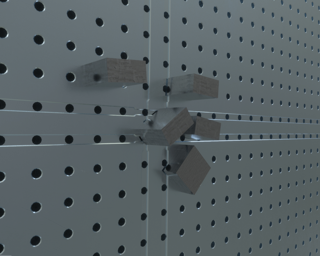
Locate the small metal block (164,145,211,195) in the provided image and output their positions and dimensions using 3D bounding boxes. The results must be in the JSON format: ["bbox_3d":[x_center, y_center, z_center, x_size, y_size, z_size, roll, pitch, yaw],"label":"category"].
[{"bbox_3d":[0.040,0.059,0.446,0.050,0.025,0.050,52,59,-28],"label":"small metal block"}]

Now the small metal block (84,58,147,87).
[{"bbox_3d":[-0.051,-0.062,0.352,0.050,0.050,0.025,-6,94,-40],"label":"small metal block"}]

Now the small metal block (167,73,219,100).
[{"bbox_3d":[0.046,-0.056,0.434,0.050,0.050,0.025,6,86,-40],"label":"small metal block"}]

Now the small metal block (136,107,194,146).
[{"bbox_3d":[0.007,-0.002,0.400,0.050,0.050,0.025,-42,116,-32],"label":"small metal block"}]

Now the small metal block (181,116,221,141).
[{"bbox_3d":[0.049,0.001,0.436,0.050,0.050,0.025,14,82,-40],"label":"small metal block"}]
